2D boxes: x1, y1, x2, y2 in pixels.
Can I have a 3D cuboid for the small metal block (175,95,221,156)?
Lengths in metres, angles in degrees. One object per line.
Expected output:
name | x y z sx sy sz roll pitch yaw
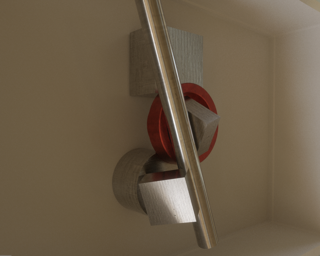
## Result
small metal block | 0.036 -0.002 0.358 0.025 0.050 0.050 -25 141 -41

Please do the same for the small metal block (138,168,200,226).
small metal block | 0.011 0.074 0.331 0.025 0.050 0.050 -47 124 -69

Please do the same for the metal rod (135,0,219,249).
metal rod | 0.019 -0.007 0.332 0.025 0.025 0.298 -25 106 -38

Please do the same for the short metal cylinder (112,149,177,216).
short metal cylinder | -0.011 0.066 0.382 0.081 0.050 0.079 0 90 -40

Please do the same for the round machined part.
round machined part | 0.023 -0.004 0.377 0.099 0.042 0.097 0 90 -40

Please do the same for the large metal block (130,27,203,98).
large metal block | 0.009 -0.080 0.396 0.081 0.050 0.079 0 90 -40
